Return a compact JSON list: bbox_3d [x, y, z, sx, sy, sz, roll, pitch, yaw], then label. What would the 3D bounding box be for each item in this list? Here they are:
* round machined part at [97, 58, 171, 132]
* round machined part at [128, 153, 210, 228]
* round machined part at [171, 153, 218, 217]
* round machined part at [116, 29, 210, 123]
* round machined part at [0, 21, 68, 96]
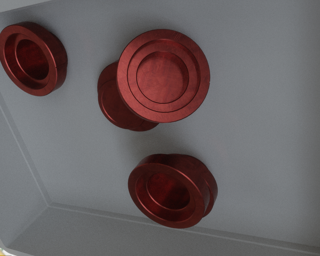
[{"bbox_3d":[-0.039,-0.037,0.394,0.098,0.042,0.097,13,124,20],"label":"round machined part"},{"bbox_3d":[0.014,0.072,0.379,0.098,0.042,0.097,13,124,20],"label":"round machined part"},{"bbox_3d":[0.032,0.075,0.426,0.098,0.042,0.097,13,124,20],"label":"round machined part"},{"bbox_3d":[0.002,-0.054,0.340,0.099,0.042,0.097,0,90,-9],"label":"round machined part"},{"bbox_3d":[-0.167,-0.096,0.424,0.098,0.042,0.097,13,124,20],"label":"round machined part"}]
